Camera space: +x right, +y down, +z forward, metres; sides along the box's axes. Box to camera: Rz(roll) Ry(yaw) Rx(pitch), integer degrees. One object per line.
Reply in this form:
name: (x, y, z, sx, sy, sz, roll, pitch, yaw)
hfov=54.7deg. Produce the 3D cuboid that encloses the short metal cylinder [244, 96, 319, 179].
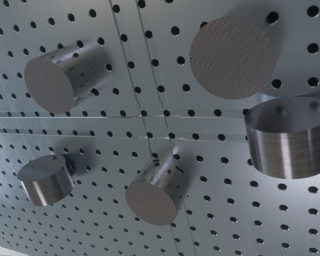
short metal cylinder: (0.130, 0.007, 0.312, 0.080, 0.080, 0.050, -2, 118, 29)

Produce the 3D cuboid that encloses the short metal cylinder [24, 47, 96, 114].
short metal cylinder: (-0.136, -0.066, 0.426, 0.080, 0.050, 0.079, 13, 124, 21)

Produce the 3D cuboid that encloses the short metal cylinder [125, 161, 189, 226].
short metal cylinder: (-0.003, 0.096, 0.456, 0.080, 0.050, 0.079, 13, 124, 21)

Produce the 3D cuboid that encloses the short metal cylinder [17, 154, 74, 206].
short metal cylinder: (-0.195, 0.088, 0.533, 0.080, 0.080, 0.050, 3, 120, 27)

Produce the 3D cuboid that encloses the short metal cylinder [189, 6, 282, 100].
short metal cylinder: (0.076, -0.075, 0.309, 0.080, 0.050, 0.079, 13, 124, 21)
